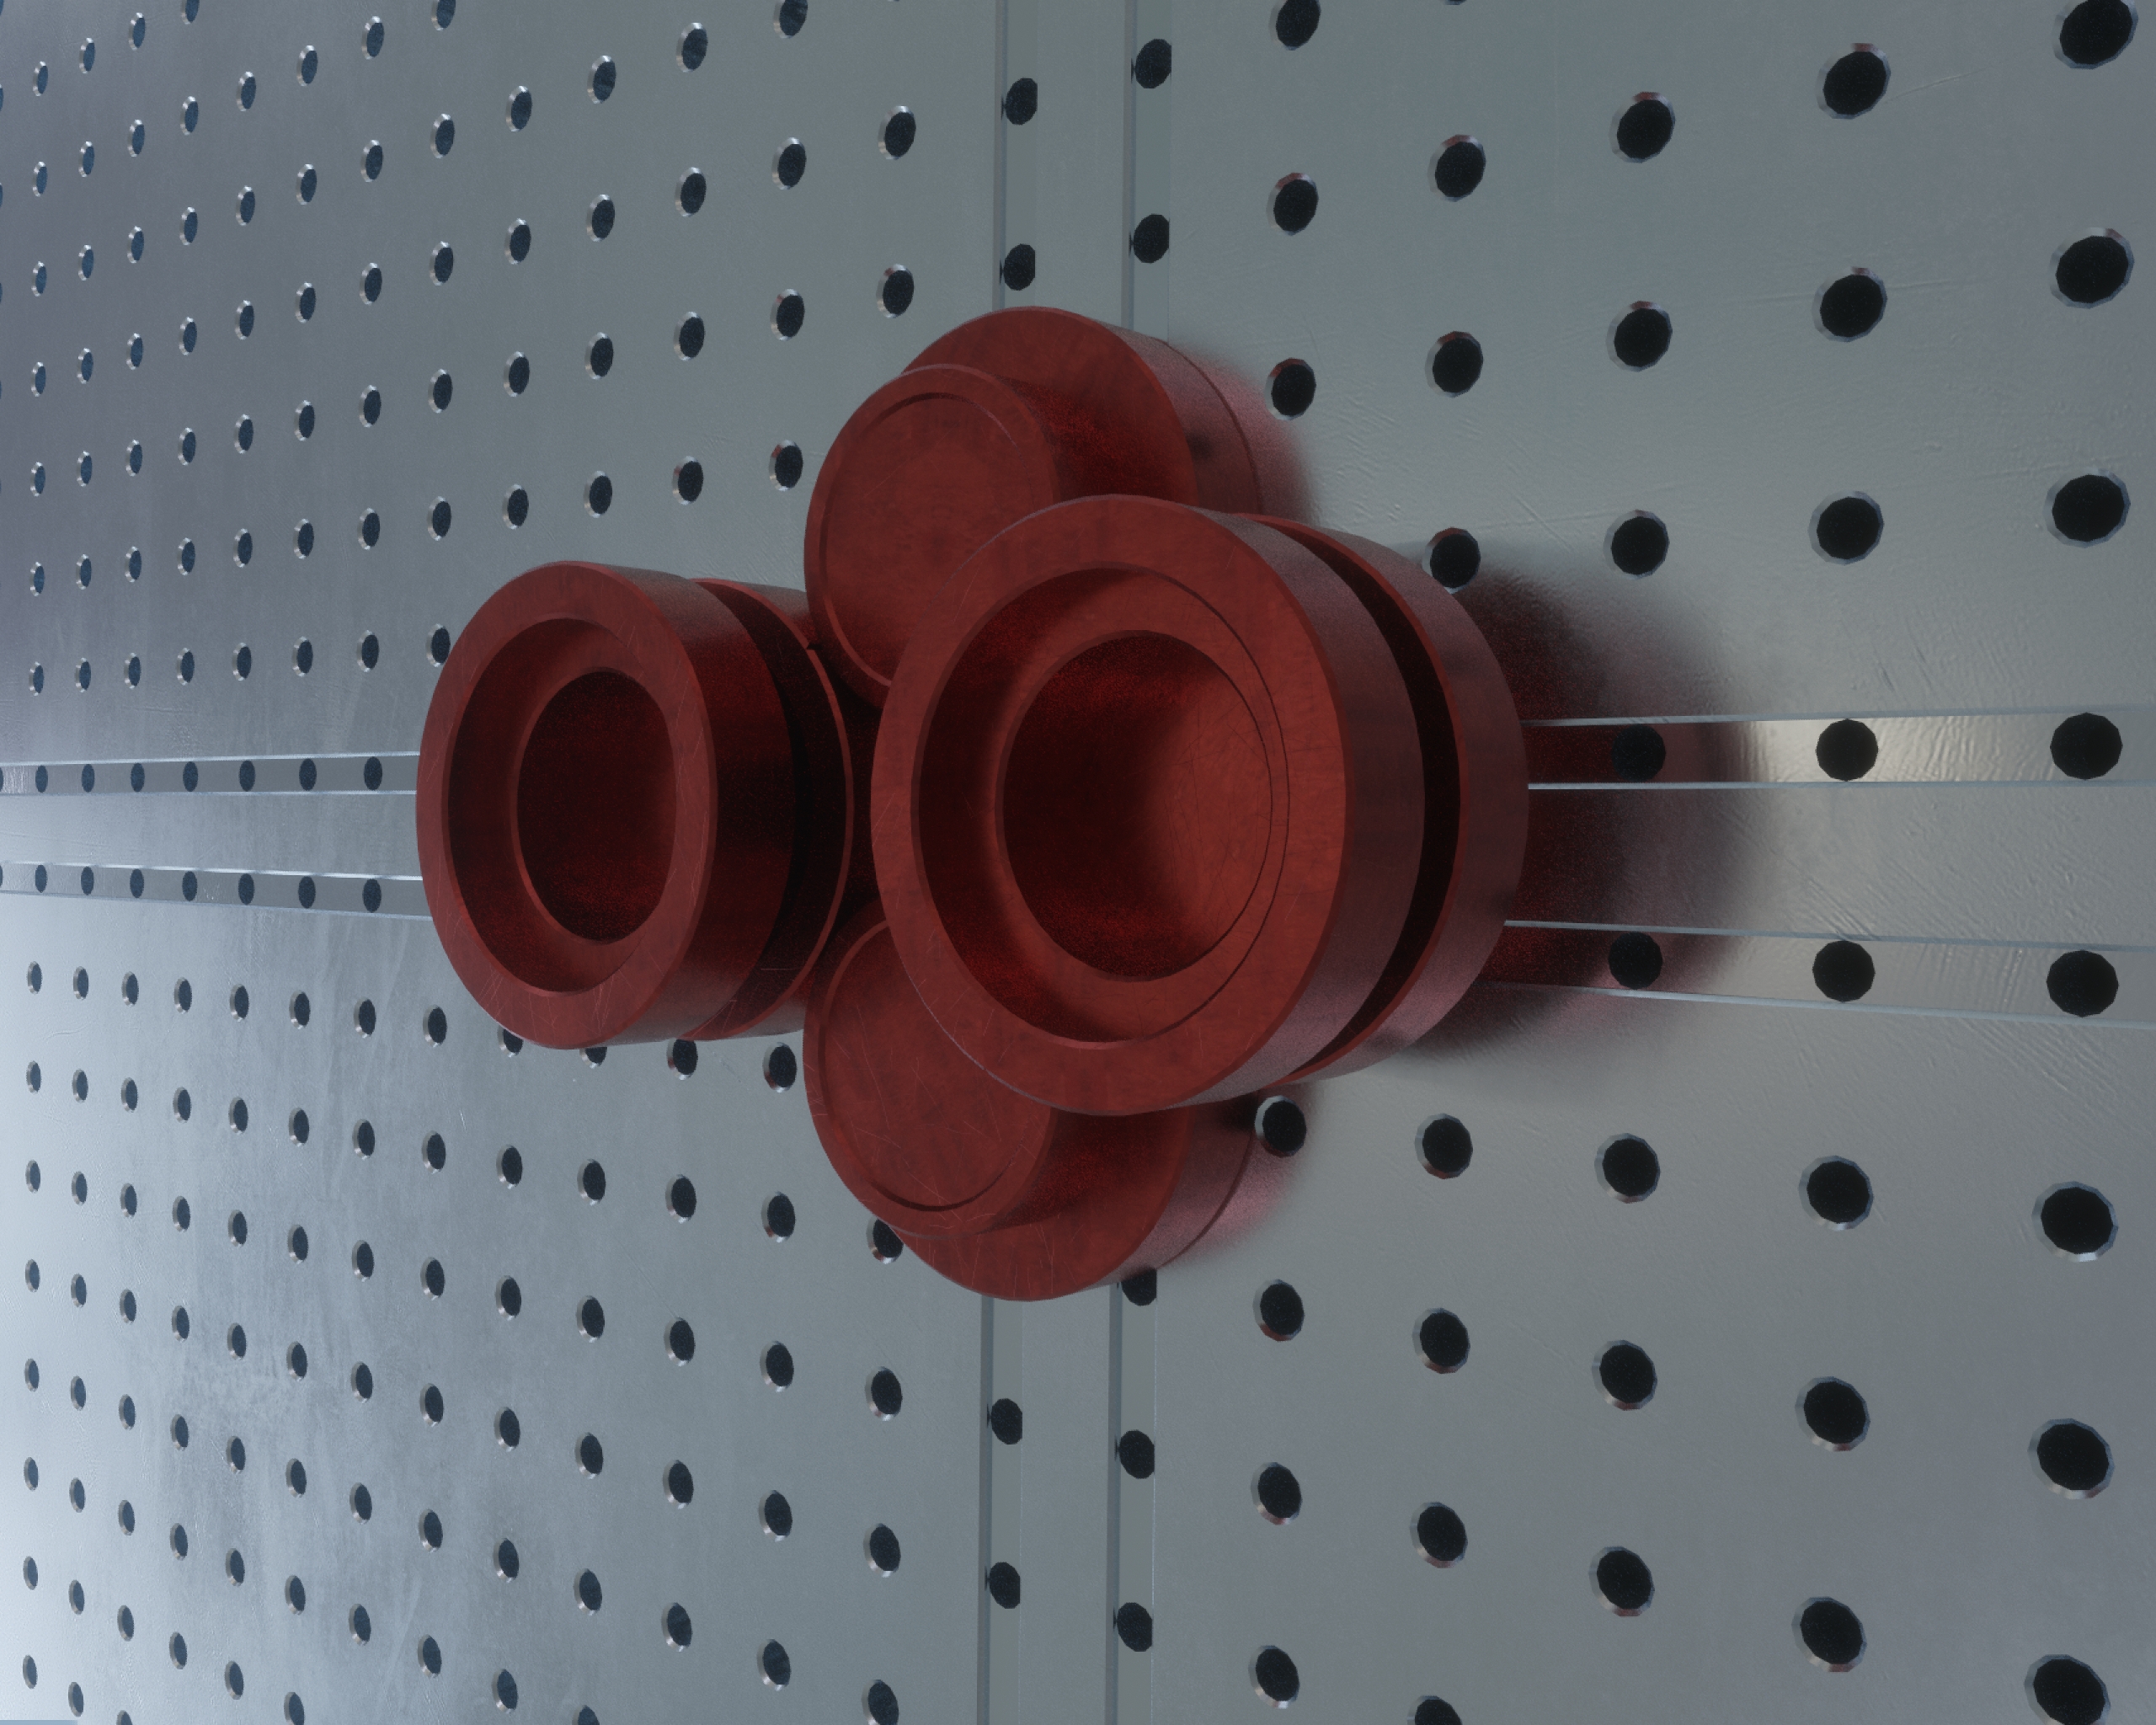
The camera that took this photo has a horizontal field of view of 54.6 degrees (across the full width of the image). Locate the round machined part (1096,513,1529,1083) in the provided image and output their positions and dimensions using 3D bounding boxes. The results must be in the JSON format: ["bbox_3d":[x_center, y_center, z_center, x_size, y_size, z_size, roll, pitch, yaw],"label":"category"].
[{"bbox_3d":[0.036,-0.010,0.369,0.098,0.042,0.097,0,90,40],"label":"round machined part"}]

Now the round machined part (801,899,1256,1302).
[{"bbox_3d":[-0.016,0.038,0.412,0.098,0.042,0.097,0,90,40],"label":"round machined part"}]

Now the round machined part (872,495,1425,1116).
[{"bbox_3d":[0.015,-0.009,0.344,0.098,0.042,0.097,0,90,40],"label":"round machined part"}]

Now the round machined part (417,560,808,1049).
[{"bbox_3d":[-0.091,-0.012,0.432,0.098,0.042,0.097,0,90,40],"label":"round machined part"}]

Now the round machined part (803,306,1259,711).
[{"bbox_3d":[-0.016,-0.061,0.412,0.098,0.042,0.097,0,90,40],"label":"round machined part"}]

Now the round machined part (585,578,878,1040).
[{"bbox_3d":[-0.068,-0.011,0.455,0.098,0.042,0.097,0,90,40],"label":"round machined part"}]
